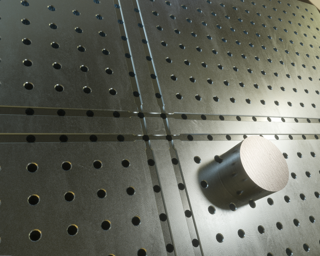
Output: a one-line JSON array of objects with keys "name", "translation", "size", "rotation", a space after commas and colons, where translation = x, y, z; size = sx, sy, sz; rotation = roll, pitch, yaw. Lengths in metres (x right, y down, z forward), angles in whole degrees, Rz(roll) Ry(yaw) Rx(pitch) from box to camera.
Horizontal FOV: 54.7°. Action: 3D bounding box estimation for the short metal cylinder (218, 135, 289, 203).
[{"name": "short metal cylinder", "translation": [0.129, 0.057, 0.429], "size": [0.081, 0.050, 0.080], "rotation": [14, 56, -21]}]
